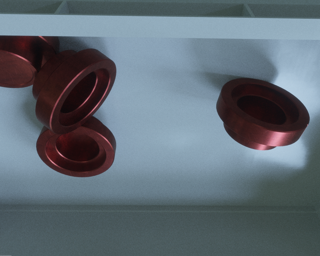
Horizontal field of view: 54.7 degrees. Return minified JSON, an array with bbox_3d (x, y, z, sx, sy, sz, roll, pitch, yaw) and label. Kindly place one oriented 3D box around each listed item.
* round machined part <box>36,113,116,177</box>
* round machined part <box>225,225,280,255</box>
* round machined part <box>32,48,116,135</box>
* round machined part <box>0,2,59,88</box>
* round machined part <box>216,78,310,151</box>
[{"bbox_3d":[-0.107,0.018,0.411,0.099,0.042,0.097,0,132,0],"label":"round machined part"},{"bbox_3d":[0.173,0.221,0.591,0.099,0.042,0.097,0,130,0],"label":"round machined part"},{"bbox_3d":[-0.095,-0.044,0.332,0.042,0.099,0.097,37,127,9],"label":"round machined part"},{"bbox_3d":[-0.154,-0.074,0.308,0.099,0.042,0.098,-1,157,0],"label":"round machined part"},{"bbox_3d":[0.111,-0.012,0.351,0.099,0.098,0.042,8,130,-7],"label":"round machined part"}]
